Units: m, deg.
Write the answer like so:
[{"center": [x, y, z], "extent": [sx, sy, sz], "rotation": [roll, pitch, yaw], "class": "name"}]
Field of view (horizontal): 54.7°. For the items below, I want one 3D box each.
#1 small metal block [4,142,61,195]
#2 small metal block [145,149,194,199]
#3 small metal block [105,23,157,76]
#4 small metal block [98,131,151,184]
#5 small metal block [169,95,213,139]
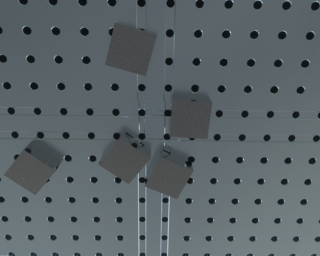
[{"center": [-0.177, 0.057, 0.432], "extent": [0.050, 0.025, 0.050], "rotation": [38, 105, -13], "class": "small metal block"}, {"center": [0.012, 0.066, 0.438], "extent": [0.050, 0.025, 0.050], "rotation": [24, 108, -9], "class": "small metal block"}, {"center": [-0.035, -0.096, 0.378], "extent": [0.050, 0.025, 0.050], "rotation": [15, 109, -6], "class": "small metal block"}, {"center": [-0.048, 0.041, 0.428], "extent": [0.050, 0.025, 0.050], "rotation": [36, 106, -13], "class": "small metal block"}, {"center": [0.039, -0.015, 0.409], "extent": [0.050, 0.025, 0.050], "rotation": [4, 110, -2], "class": "small metal block"}]
